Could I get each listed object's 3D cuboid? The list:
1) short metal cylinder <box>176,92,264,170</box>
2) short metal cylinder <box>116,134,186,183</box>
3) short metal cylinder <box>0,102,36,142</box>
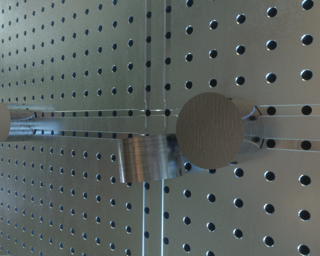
[{"bbox_3d":[0.065,0.003,0.338,0.080,0.050,0.079,0,90,39],"label":"short metal cylinder"},{"bbox_3d":[-0.011,0.037,0.381,0.080,0.081,0.050,-10,84,39],"label":"short metal cylinder"},{"bbox_3d":[-0.301,-0.012,0.637,0.080,0.050,0.079,0,90,39],"label":"short metal cylinder"}]
